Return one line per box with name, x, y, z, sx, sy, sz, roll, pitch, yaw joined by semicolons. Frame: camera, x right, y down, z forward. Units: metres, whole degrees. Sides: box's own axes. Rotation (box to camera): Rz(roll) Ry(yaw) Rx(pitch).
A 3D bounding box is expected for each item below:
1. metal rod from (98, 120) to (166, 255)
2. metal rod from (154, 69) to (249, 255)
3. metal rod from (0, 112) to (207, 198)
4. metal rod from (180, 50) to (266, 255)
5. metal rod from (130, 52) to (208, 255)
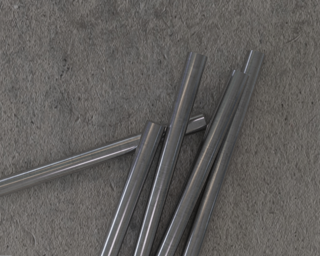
metal rod;-0.056;0.134;0.395;0.025;0.025;0.298;20;95;0
metal rod;0.045;0.069;0.400;0.025;0.025;0.298;22;94;0
metal rod;-0.085;0.038;0.409;0.302;0.025;0.025;-18;90;0
metal rod;0.081;0.044;0.410;0.025;0.025;0.299;18;90;0
metal rod;0.005;0.055;0.390;0.025;0.025;0.298;16;98;0
